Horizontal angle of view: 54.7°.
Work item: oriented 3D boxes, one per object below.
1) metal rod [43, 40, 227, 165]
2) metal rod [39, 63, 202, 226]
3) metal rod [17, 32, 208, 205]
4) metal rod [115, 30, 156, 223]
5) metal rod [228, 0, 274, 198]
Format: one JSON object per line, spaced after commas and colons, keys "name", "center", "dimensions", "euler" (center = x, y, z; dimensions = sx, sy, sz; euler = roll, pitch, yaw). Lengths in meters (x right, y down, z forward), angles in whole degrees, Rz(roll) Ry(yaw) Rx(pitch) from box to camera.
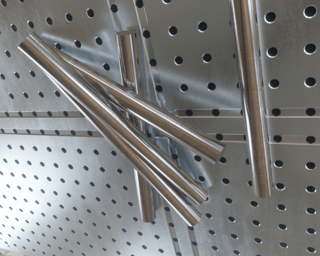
{"name": "metal rod", "center": [-0.056, -0.044, 0.380], "dimensions": [0.300, 0.025, 0.025], "euler": [31, 129, 20]}
{"name": "metal rod", "center": [-0.043, 0.026, 0.413], "dimensions": [0.025, 0.025, 0.300], "euler": [-28, 111, 37]}
{"name": "metal rod", "center": [-0.042, 0.003, 0.386], "dimensions": [0.025, 0.025, 0.300], "euler": [-29, 118, 37]}
{"name": "metal rod", "center": [-0.030, 0.017, 0.435], "dimensions": [0.025, 0.025, 0.298], "euler": [9, 123, 23]}
{"name": "metal rod", "center": [0.096, -0.051, 0.328], "dimensions": [0.025, 0.025, 0.298], "euler": [0, 118, 28]}
